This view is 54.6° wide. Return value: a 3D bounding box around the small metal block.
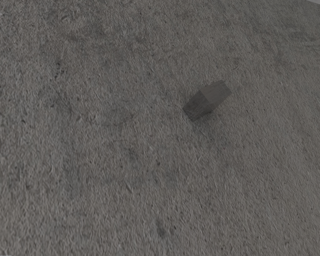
[{"bbox_3d":[0.068,-0.039,0.447,0.050,0.050,0.025,-27,77,-37],"label":"small metal block"}]
